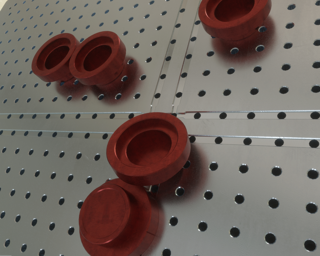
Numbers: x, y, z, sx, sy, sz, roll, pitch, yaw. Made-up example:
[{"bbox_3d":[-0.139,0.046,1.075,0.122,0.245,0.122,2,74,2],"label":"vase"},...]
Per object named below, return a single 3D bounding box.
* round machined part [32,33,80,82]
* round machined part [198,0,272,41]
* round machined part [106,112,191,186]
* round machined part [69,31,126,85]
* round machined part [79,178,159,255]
[{"bbox_3d":[-0.183,-0.123,0.571,0.098,0.042,0.098,-13,56,21],"label":"round machined part"},{"bbox_3d":[0.108,-0.164,0.442,0.098,0.042,0.098,-13,56,21],"label":"round machined part"},{"bbox_3d":[-0.011,0.029,0.375,0.098,0.042,0.098,-10,44,10],"label":"round machined part"},{"bbox_3d":[-0.099,-0.111,0.519,0.098,0.042,0.098,-13,56,21],"label":"round machined part"},{"bbox_3d":[-0.055,0.104,0.363,0.098,0.042,0.098,-13,56,21],"label":"round machined part"}]
